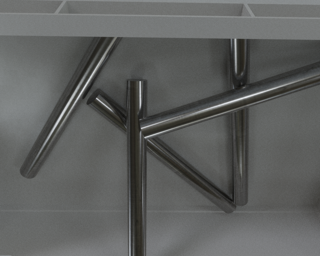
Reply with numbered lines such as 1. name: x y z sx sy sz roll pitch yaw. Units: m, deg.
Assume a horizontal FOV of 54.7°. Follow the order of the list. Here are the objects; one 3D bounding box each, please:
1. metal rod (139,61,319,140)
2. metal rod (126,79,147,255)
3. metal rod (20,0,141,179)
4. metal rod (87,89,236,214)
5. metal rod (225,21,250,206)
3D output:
1. metal rod: 0.124 -0.044 0.344 0.301 0.025 0.025 -18 129 3
2. metal rod: -0.030 0.087 0.403 0.025 0.025 0.298 1 105 -1
3. metal rod: -0.113 -0.030 0.382 0.025 0.025 0.298 27 125 -21
4. metal rod: 0.019 0.047 0.449 0.025 0.025 0.301 -34 123 25
5. metal rod: 0.106 0.007 0.415 0.025 0.025 0.298 -8 130 6
